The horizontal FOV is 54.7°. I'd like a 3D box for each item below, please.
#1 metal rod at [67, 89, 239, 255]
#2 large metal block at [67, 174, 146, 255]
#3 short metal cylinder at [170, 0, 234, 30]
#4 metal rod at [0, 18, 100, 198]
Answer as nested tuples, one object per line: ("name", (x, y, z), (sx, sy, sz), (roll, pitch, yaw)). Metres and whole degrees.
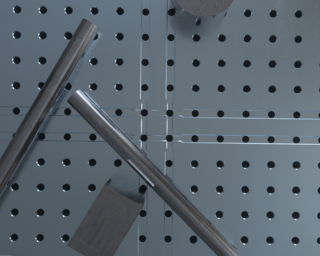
("metal rod", (-0.009, 0.065, 0.413), (0.025, 0.025, 0.300), (-44, 90, 0))
("large metal block", (-0.061, 0.109, 0.385), (0.050, 0.080, 0.080), (31, 90, 0))
("short metal cylinder", (0.054, -0.175, 0.401), (0.081, 0.050, 0.080), (0, 90, 0))
("metal rod", (-0.167, -0.009, 0.411), (0.025, 0.025, 0.299), (30, 90, 0))
